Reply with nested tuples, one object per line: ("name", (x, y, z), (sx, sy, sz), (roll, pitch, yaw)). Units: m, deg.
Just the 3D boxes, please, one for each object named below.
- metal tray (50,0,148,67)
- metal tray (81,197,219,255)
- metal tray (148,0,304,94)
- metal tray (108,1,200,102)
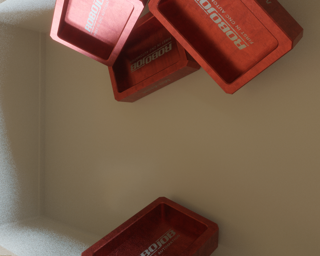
("metal tray", (-0.076, -0.137, 0.373), (0.129, 0.090, 0.030), (-42, 28, 57))
("metal tray", (-0.007, 0.134, 0.341), (0.090, 0.131, 0.030), (19, 122, 38))
("metal tray", (0.058, -0.106, 0.301), (0.130, 0.030, 0.090), (47, 143, -1))
("metal tray", (-0.015, -0.097, 0.414), (0.130, 0.030, 0.090), (-22, 77, 37))
